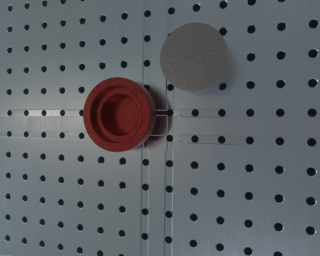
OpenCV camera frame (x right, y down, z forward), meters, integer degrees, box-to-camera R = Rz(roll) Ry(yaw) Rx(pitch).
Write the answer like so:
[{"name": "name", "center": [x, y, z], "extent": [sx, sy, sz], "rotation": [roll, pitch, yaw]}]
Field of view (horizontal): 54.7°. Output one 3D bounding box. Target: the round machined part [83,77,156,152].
[{"name": "round machined part", "center": [-0.051, -0.018, 0.421], "extent": [0.098, 0.042, 0.097], "rotation": [0, 90, 20]}]

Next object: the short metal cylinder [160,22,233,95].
[{"name": "short metal cylinder", "center": [0.046, -0.083, 0.383], "extent": [0.080, 0.050, 0.079], "rotation": [0, 90, 20]}]
